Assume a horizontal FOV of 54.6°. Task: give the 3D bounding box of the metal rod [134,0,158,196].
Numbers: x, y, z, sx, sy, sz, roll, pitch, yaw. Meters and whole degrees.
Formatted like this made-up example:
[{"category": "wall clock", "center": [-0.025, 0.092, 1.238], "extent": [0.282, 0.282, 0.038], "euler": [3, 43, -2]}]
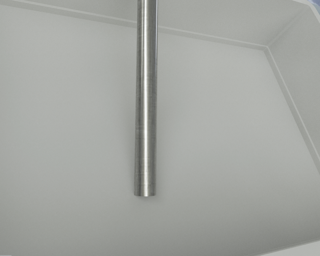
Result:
[{"category": "metal rod", "center": [-0.015, -0.072, 0.367], "extent": [0.025, 0.025, 0.299], "euler": [3, 84, -27]}]
